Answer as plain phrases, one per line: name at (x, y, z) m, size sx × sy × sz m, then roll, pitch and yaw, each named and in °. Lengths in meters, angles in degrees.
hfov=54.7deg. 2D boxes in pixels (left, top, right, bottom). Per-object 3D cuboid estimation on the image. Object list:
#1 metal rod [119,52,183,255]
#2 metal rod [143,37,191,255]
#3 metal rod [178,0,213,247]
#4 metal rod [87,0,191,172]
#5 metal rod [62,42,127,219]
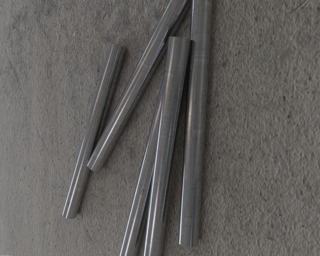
metal rod at (-0.012, 0.047, 0.414) m, size 0.025 × 0.025 × 0.298 m, roll 23°, pitch 105°, yaw 37°
metal rod at (0.005, 0.042, 0.385) m, size 0.025 × 0.025 × 0.298 m, roll 16°, pitch 105°, yaw 39°
metal rod at (0.042, -0.010, 0.369) m, size 0.025 × 0.025 × 0.298 m, roll 5°, pitch 93°, yaw 40°
metal rod at (-0.033, -0.057, 0.432) m, size 0.025 × 0.025 × 0.298 m, roll 45°, pitch 117°, yaw 30°
metal rod at (-0.108, 0.013, 0.494) m, size 0.025 × 0.025 × 0.298 m, roll 31°, pitch 109°, yaw 36°
